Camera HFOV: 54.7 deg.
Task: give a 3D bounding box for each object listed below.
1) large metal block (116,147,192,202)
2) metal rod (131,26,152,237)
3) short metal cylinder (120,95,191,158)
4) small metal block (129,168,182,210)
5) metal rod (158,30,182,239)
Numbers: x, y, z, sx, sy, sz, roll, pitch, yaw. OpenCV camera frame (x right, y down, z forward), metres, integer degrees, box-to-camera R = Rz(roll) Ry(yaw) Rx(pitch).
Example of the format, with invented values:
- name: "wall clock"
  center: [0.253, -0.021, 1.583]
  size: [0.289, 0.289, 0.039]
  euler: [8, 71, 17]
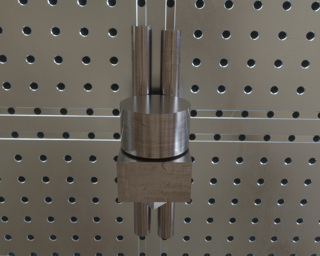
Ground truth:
- name: "large metal block"
  center: [-0.006, 0.046, 0.374]
  size: [0.081, 0.080, 0.050]
  euler: [0, 110, -1]
- name: "metal rod"
  center: [-0.024, 0.018, 0.421]
  size: [0.025, 0.025, 0.298]
  euler: [1, 110, -1]
- name: "short metal cylinder"
  center: [-0.006, -0.005, 0.360]
  size: [0.081, 0.080, 0.050]
  euler: [1, 110, -1]
- name: "small metal block"
  center: [-0.007, 0.075, 0.403]
  size: [0.050, 0.050, 0.025]
  euler: [-18, 118, -42]
- name: "metal rod"
  center: [0.011, 0.022, 0.423]
  size: [0.025, 0.025, 0.298]
  euler: [1, 110, -1]
